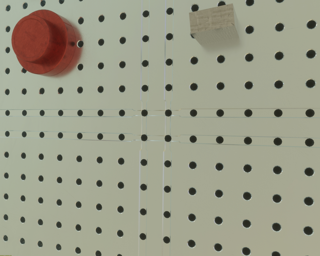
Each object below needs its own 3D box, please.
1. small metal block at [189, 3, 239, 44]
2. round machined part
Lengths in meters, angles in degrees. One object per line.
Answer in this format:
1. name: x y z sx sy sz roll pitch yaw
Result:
1. small metal block: 0.067 -0.124 0.375 0.050 0.050 0.025 -5 88 19
2. round machined part: -0.181 -0.130 0.466 0.098 0.042 0.097 0 90 19
